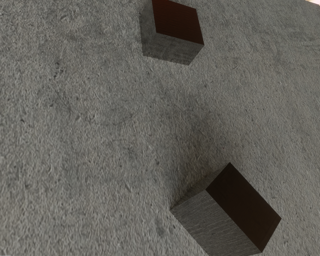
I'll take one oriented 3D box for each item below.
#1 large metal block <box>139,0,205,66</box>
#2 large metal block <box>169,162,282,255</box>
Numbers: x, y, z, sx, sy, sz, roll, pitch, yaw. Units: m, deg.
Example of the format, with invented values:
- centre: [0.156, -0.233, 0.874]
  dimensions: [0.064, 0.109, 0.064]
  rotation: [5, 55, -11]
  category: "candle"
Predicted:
- centre: [0.016, -0.153, 0.489]
  dimensions: [0.081, 0.050, 0.080]
  rotation: [7, 59, -25]
  category: "large metal block"
- centre: [0.070, 0.097, 0.347]
  dimensions: [0.080, 0.080, 0.050]
  rotation: [48, 51, 5]
  category: "large metal block"
